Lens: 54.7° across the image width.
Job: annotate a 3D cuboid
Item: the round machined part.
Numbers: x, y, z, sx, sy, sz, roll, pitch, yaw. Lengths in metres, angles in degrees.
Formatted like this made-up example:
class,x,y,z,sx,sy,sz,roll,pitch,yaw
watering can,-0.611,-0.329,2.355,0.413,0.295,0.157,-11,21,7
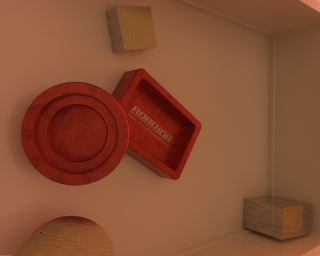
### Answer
class,x,y,z,sx,sy,sz,roll,pitch,yaw
round machined part,-0.081,0.005,0.310,0.099,0.042,0.097,0,91,-8

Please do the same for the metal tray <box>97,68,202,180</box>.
class,x,y,z,sx,sy,sz,roll,pitch,yaw
metal tray,-0.009,-0.002,0.397,0.130,0.030,0.090,40,66,-33

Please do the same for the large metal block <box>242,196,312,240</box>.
class,x,y,z,sx,sy,sz,roll,pitch,yaw
large metal block,0.203,0.153,0.539,0.081,0.080,0.050,5,87,-33

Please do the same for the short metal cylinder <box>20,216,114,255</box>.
class,x,y,z,sx,sy,sz,roll,pitch,yaw
short metal cylinder,-0.087,0.131,0.291,0.081,0.080,0.050,-22,144,-38

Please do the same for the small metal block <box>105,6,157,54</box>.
class,x,y,z,sx,sy,sz,roll,pitch,yaw
small metal block,-0.034,-0.120,0.379,0.050,0.025,0.050,-17,101,-39
